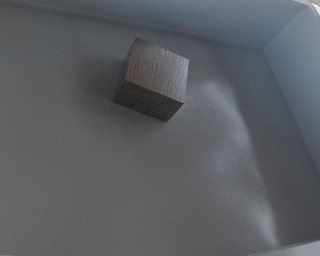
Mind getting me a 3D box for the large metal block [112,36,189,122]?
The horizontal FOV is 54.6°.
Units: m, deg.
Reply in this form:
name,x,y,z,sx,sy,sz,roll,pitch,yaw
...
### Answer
name,x,y,z,sx,sy,sz,roll,pitch,yaw
large metal block,-0.011,-0.065,0.423,0.080,0.050,0.080,20,54,-16
